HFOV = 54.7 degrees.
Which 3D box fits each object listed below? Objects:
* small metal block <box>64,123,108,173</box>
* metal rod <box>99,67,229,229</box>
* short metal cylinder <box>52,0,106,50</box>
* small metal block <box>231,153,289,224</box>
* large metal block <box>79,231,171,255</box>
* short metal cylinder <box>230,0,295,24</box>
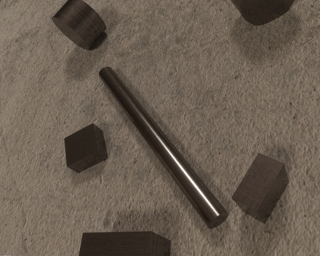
[{"bbox_3d":[-0.106,0.029,0.440,0.050,0.025,0.050,-27,53,11],"label":"small metal block"},{"bbox_3d":[-0.014,0.003,0.407,0.025,0.025,0.300,-40,51,1],"label":"metal rod"},{"bbox_3d":[-0.144,-0.187,0.556,0.080,0.080,0.050,30,78,37],"label":"short metal cylinder"},{"bbox_3d":[0.099,0.059,0.299,0.025,0.050,0.050,26,76,36],"label":"small metal block"},{"bbox_3d":[-0.038,0.152,0.313,0.080,0.050,0.080,-9,58,23],"label":"large metal block"},{"bbox_3d":[0.135,-0.187,0.412,0.080,0.080,0.050,-27,53,11],"label":"short metal cylinder"}]
